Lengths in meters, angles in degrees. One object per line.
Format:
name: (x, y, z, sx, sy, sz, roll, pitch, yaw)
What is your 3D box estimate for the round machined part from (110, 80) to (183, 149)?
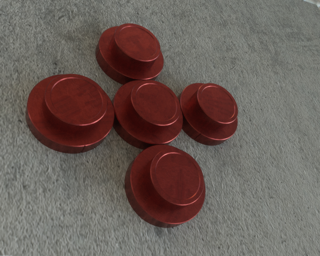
round machined part: (-0.013, -0.023, 0.403, 0.099, 0.042, 0.098, 14, 56, -21)

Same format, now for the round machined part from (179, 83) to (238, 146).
round machined part: (0.074, -0.026, 0.452, 0.099, 0.042, 0.098, 14, 56, -21)

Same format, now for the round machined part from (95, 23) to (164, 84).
round machined part: (-0.039, -0.110, 0.442, 0.099, 0.042, 0.098, 14, 56, -21)

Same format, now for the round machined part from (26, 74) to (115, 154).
round machined part: (-0.099, -0.023, 0.356, 0.099, 0.042, 0.098, 14, 56, -21)

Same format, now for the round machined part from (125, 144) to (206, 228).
round machined part: (0.012, 0.063, 0.363, 0.099, 0.042, 0.098, 14, 56, -21)
